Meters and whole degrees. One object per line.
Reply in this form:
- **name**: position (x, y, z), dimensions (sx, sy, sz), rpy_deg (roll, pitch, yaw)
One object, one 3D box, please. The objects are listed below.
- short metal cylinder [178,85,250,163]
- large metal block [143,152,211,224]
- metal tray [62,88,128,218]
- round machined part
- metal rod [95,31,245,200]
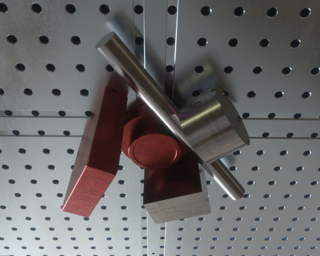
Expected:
- **short metal cylinder**: position (0.065, -0.004, 0.371), dimensions (0.050, 0.080, 0.080), rpy_deg (-30, 124, 22)
- **large metal block**: position (0.024, 0.083, 0.447), dimensions (0.080, 0.080, 0.050), rpy_deg (-15, 129, 12)
- **metal tray**: position (-0.074, 0.025, 0.364), dimensions (0.030, 0.130, 0.089), rpy_deg (22, 127, -18)
- **round machined part**: position (-0.007, 0.019, 0.416), dimensions (0.099, 0.042, 0.097), rpy_deg (-1, 130, 0)
- **metal rod**: position (0.031, 0.005, 0.389), dimensions (0.025, 0.025, 0.300), rpy_deg (-28, 125, 21)
